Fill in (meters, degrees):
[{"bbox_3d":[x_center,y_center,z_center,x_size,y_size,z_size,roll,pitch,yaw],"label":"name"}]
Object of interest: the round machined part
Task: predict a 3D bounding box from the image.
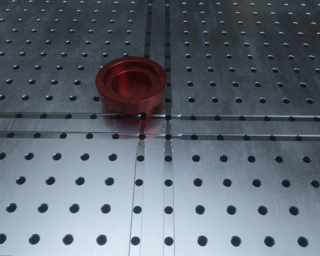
[{"bbox_3d":[-0.040,-0.056,0.443,0.099,0.042,0.098,0,50,0],"label":"round machined part"}]
